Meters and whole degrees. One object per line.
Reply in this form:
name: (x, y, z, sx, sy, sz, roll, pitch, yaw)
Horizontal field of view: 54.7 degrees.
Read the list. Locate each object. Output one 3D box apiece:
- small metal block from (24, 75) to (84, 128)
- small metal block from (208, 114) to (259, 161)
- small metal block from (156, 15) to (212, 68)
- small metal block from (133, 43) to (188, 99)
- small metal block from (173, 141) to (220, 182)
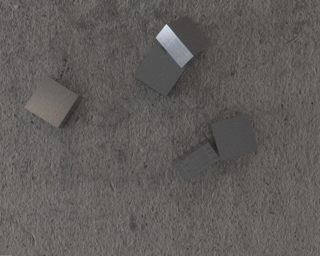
small metal block: (-0.139, -0.034, 0.409, 0.050, 0.025, 0.050, 32, 90, 0)
small metal block: (0.096, 0.012, 0.411, 0.050, 0.025, 0.050, -15, 90, 0)
small metal block: (0.031, -0.111, 0.396, 0.050, 0.025, 0.050, 50, 46, 0)
small metal block: (0.001, -0.074, 0.410, 0.050, 0.025, 0.050, 34, 90, 0)
small metal block: (0.045, 0.041, 0.398, 0.050, 0.050, 0.025, -34, 90, 0)
